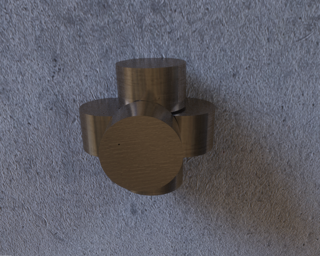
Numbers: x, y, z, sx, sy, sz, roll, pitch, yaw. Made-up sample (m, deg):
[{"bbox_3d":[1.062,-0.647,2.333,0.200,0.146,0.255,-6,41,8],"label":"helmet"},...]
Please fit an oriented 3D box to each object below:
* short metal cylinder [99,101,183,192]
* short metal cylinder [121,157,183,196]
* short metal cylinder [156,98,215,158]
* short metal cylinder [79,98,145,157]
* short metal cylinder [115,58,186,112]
[{"bbox_3d":[-0.018,0.017,0.318,0.081,0.050,0.079,0,110,-1],"label":"short metal cylinder"},{"bbox_3d":[-0.010,0.043,0.397,0.081,0.080,0.050,0,110,-1],"label":"short metal cylinder"},{"bbox_3d":[0.026,-0.004,0.381,0.081,0.080,0.050,0,110,0],"label":"short metal cylinder"},{"bbox_3d":[-0.055,-0.003,0.380,0.081,0.080,0.050,-1,110,0],"label":"short metal cylinder"},{"bbox_3d":[-0.010,-0.052,0.362,0.081,0.080,0.050,-2,110,0],"label":"short metal cylinder"}]
